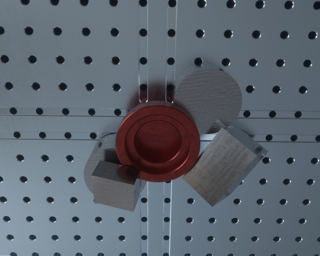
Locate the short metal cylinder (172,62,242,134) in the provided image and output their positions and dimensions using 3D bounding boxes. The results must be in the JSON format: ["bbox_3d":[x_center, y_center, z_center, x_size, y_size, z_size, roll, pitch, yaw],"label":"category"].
[{"bbox_3d":[0.056,-0.038,0.386,0.081,0.050,0.079,0,110,0],"label":"short metal cylinder"}]

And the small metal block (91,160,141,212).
[{"bbox_3d":[-0.052,0.070,0.372,0.050,0.025,0.050,12,130,8],"label":"small metal block"}]

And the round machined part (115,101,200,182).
[{"bbox_3d":[-0.002,0.013,0.378,0.099,0.042,0.097,0,110,0],"label":"round machined part"}]

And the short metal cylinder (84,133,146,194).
[{"bbox_3d":[-0.057,0.053,0.419,0.081,0.050,0.079,0,110,0],"label":"short metal cylinder"}]

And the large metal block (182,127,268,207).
[{"bbox_3d":[0.085,0.046,0.395,0.050,0.080,0.080,43,108,21],"label":"large metal block"}]
